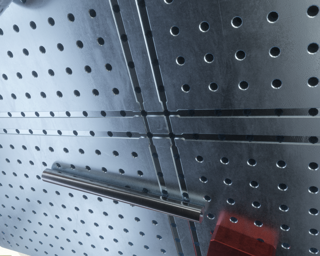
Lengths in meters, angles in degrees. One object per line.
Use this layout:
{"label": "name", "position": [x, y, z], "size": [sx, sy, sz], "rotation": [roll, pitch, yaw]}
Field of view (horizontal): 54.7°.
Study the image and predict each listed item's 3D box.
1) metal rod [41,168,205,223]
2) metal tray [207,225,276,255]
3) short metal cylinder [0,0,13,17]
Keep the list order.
{"label": "metal rod", "position": [-0.074, 0.108, 0.517], "size": [0.301, 0.025, 0.025], "rotation": [9, 122, 23]}
{"label": "metal tray", "position": [0.117, 0.219, 0.482], "size": [0.090, 0.030, 0.129], "rotation": [17, 125, 18]}
{"label": "short metal cylinder", "position": [-0.221, -0.181, 0.380], "size": [0.050, 0.080, 0.080], "rotation": [-25, 105, 37]}
